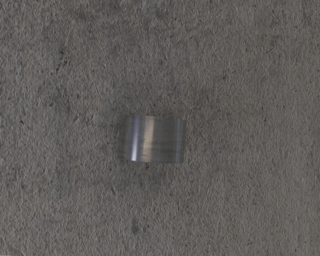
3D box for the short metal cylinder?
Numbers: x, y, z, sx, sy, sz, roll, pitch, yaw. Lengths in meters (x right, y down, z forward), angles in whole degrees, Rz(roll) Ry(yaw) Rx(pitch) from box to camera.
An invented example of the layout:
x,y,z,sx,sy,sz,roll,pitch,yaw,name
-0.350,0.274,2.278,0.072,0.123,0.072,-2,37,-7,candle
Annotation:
x,y,z,sx,sy,sz,roll,pitch,yaw,name
-0.010,0.013,0.376,0.081,0.080,0.050,5,89,-20,short metal cylinder
